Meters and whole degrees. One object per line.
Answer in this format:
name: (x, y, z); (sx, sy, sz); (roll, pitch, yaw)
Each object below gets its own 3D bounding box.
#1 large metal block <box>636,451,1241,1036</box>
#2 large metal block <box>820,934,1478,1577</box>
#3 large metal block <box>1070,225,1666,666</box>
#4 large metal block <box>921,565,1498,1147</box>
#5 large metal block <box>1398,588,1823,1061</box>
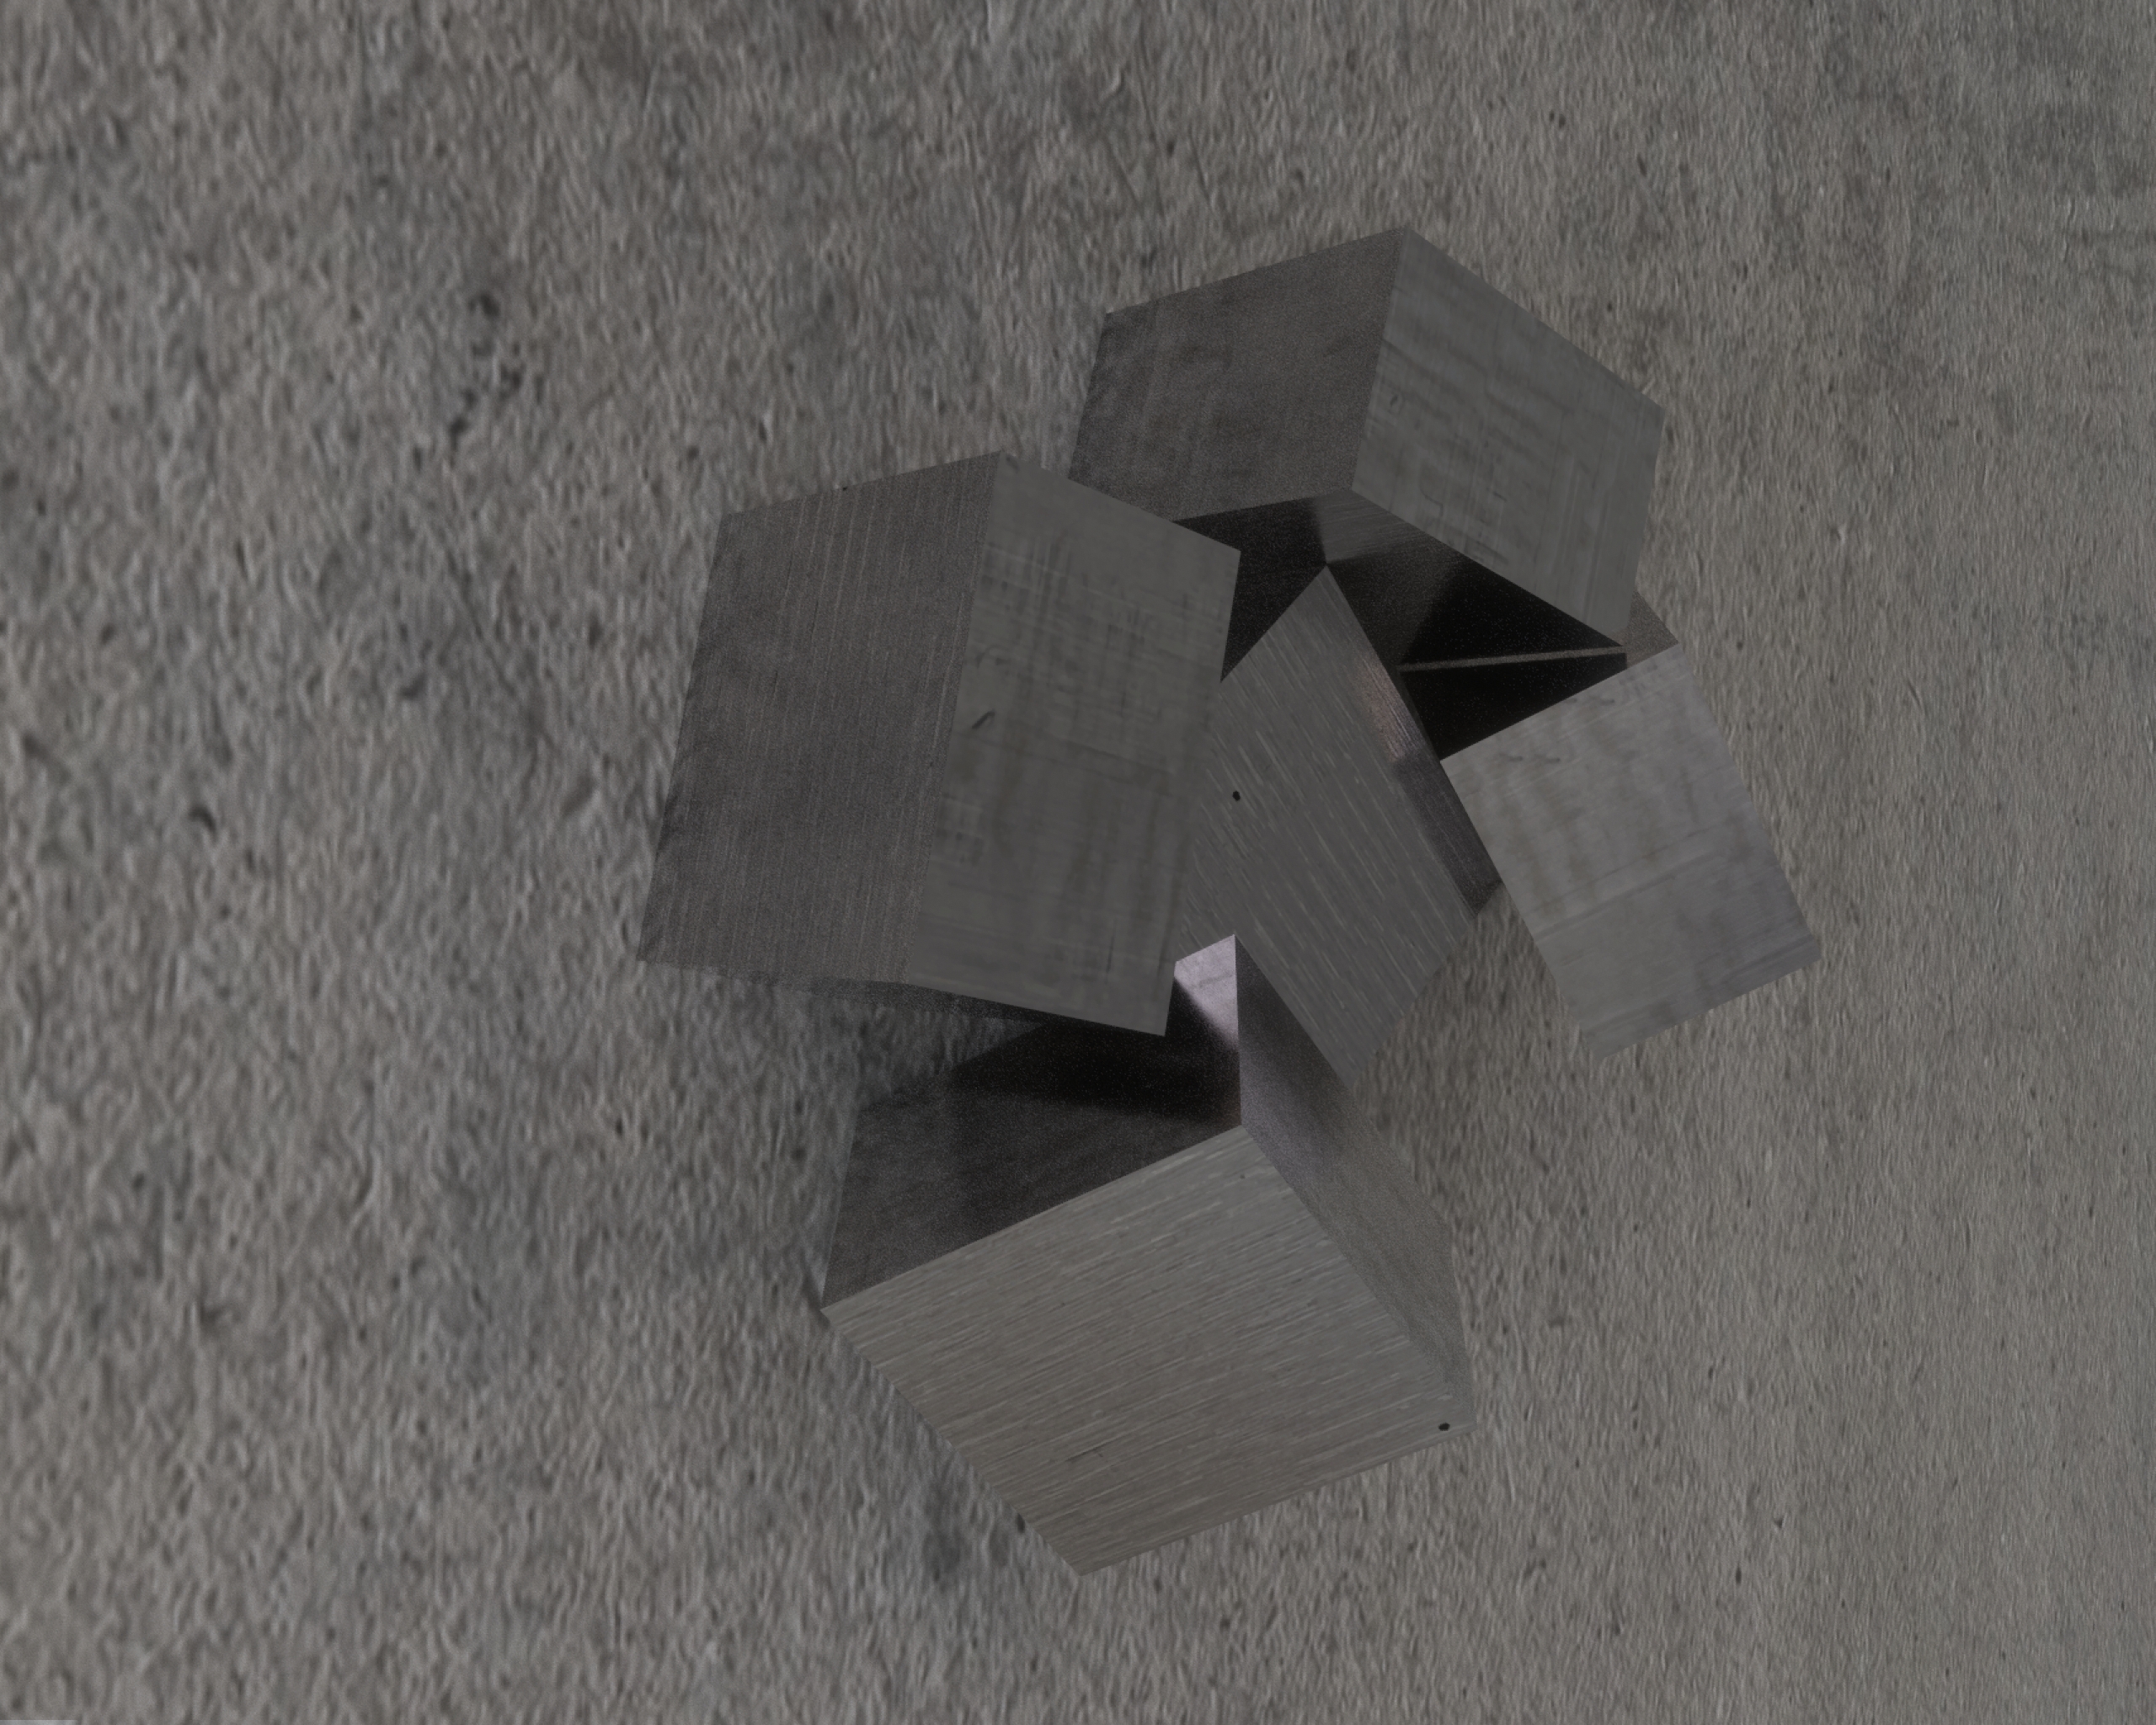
large metal block: (-0.025, -0.017, 0.348); (0.050, 0.080, 0.080); (15, 80, -39)
large metal block: (0.014, 0.072, 0.371); (0.080, 0.080, 0.050); (53, 21, -27)
large metal block: (0.056, -0.077, 0.415); (0.080, 0.080, 0.050); (20, 77, -38)
large metal block: (0.028, 0.000, 0.411); (0.080, 0.050, 0.080); (-49, 119, -29)
large metal block: (0.111, -0.018, 0.454); (0.080, 0.050, 0.080); (58, 12, -24)
